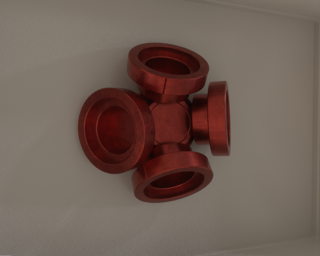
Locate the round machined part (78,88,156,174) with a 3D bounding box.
[{"bbox_3d":[-0.046,0.002,0.364,0.042,0.098,0.097,-10,95,-58],"label":"round machined part"}]

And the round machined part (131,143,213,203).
[{"bbox_3d":[0.013,0.054,0.385,0.099,0.097,0.042,-1,55,-20],"label":"round machined part"}]

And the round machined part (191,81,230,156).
[{"bbox_3d":[0.068,-0.012,0.407,0.042,0.098,0.097,-2,91,16],"label":"round machined part"}]

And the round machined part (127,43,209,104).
[{"bbox_3d":[0.008,-0.066,0.384,0.099,0.098,0.042,-4,129,-20],"label":"round machined part"}]

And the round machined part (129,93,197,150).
[{"bbox_3d":[0.005,-0.006,0.402,0.099,0.042,0.097,0,90,-21],"label":"round machined part"}]
